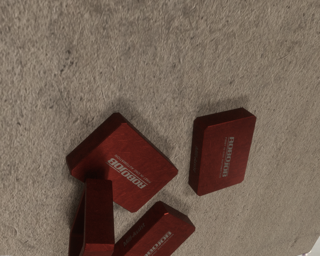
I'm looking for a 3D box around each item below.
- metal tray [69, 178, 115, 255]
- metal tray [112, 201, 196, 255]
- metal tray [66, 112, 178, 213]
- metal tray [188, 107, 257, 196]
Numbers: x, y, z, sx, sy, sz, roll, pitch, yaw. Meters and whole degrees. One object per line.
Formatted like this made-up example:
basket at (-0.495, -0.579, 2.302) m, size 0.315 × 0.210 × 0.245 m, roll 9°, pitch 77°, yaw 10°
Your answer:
metal tray at (-0.087, 0.134, 0.377) m, size 0.030 × 0.090 × 0.129 m, roll 9°, pitch 131°, yaw -20°
metal tray at (-0.014, 0.190, 0.515) m, size 0.130 × 0.030 × 0.090 m, roll -46°, pitch 130°, yaw 4°
metal tray at (-0.045, 0.051, 0.412) m, size 0.090 × 0.030 × 0.130 m, roll -43°, pitch 130°, yaw 1°
metal tray at (0.095, 0.038, 0.481) m, size 0.091 × 0.030 × 0.129 m, roll -13°, pitch 124°, yaw -22°
